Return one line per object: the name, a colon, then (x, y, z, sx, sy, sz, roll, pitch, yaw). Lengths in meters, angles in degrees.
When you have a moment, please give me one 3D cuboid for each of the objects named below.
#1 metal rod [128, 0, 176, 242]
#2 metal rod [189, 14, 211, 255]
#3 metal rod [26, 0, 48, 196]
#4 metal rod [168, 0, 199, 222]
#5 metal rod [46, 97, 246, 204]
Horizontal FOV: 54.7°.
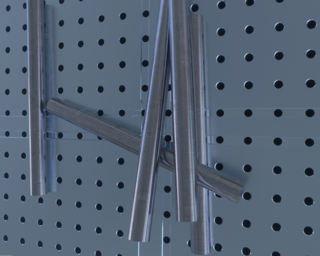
metal rod: (-0.006, -0.020, 0.377, 0.025, 0.025, 0.299, 3, 77, 19)
metal rod: (0.047, 0.007, 0.395, 0.025, 0.025, 0.298, -2, 89, 19)
metal rod: (-0.189, -0.047, 0.477, 0.025, 0.025, 0.298, -2, 89, 19)
metal rod: (0.026, -0.046, 0.363, 0.025, 0.025, 0.298, -5, 79, 19)
metal rod: (-0.035, 0.019, 0.406, 0.301, 0.025, 0.025, 23, 98, 24)
